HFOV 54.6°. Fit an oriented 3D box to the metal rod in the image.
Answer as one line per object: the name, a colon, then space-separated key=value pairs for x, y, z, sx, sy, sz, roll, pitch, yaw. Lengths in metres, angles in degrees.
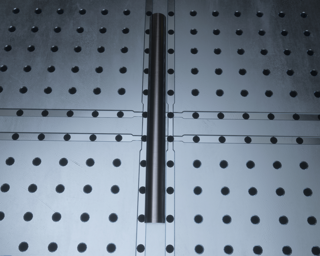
metal rod: x=-0.005 y=-0.027 z=0.422 sx=0.025 sy=0.025 sz=0.299 roll=1 pitch=70 yaw=0
